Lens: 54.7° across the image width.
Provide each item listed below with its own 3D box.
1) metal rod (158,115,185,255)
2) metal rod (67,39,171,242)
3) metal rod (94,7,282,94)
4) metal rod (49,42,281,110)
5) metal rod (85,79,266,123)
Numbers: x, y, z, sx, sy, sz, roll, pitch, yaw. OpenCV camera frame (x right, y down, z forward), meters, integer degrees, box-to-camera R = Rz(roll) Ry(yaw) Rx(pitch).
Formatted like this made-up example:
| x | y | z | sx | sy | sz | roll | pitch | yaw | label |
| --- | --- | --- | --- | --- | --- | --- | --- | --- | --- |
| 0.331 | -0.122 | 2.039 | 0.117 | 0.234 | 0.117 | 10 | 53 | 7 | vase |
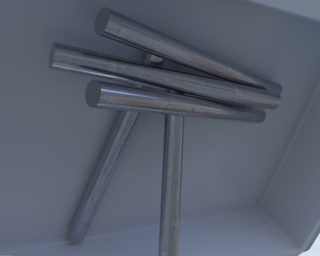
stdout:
| x | y | z | sx | sy | sz | roll | pitch | yaw | label |
| --- | --- | --- | --- | --- | --- | --- | --- | --- | --- |
| 0.014 | 0.084 | 0.390 | 0.025 | 0.025 | 0.298 | 1 | 93 | -29 | metal rod |
| -0.057 | 0.025 | 0.393 | 0.025 | 0.025 | 0.298 | 13 | 111 | -34 | metal rod |
| 0.061 | -0.076 | 0.373 | 0.302 | 0.025 | 0.025 | 9 | 114 | -41 | metal rod |
| 0.031 | -0.052 | 0.360 | 0.302 | 0.025 | 0.025 | 6 | 115 | -31 | metal rod |
| 0.048 | -0.025 | 0.378 | 0.302 | 0.025 | 0.025 | 3 | 118 | -45 | metal rod |
